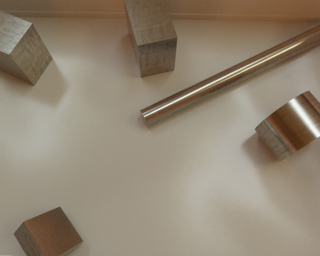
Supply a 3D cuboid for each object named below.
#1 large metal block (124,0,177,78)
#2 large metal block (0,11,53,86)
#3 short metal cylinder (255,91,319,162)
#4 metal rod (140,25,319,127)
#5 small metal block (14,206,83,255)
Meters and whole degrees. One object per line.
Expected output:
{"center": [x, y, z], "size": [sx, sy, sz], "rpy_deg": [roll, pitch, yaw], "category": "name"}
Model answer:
{"center": [-0.013, -0.128, 0.427], "size": [0.050, 0.080, 0.080], "rpy_deg": [-14, 71, -5], "category": "large metal block"}
{"center": [-0.205, -0.111, 0.418], "size": [0.080, 0.080, 0.050], "rpy_deg": [23, 72, 8], "category": "large metal block"}
{"center": [0.167, -0.001, 0.383], "size": [0.080, 0.080, 0.050], "rpy_deg": [-30, 73, -11], "category": "short metal cylinder"}
{"center": [0.112, -0.078, 0.439], "size": [0.302, 0.025, 0.025], "rpy_deg": [-26, 72, -10], "category": "metal rod"}
{"center": [-0.124, 0.123, 0.347], "size": [0.050, 0.050, 0.025], "rpy_deg": [50, 116, 15], "category": "small metal block"}
